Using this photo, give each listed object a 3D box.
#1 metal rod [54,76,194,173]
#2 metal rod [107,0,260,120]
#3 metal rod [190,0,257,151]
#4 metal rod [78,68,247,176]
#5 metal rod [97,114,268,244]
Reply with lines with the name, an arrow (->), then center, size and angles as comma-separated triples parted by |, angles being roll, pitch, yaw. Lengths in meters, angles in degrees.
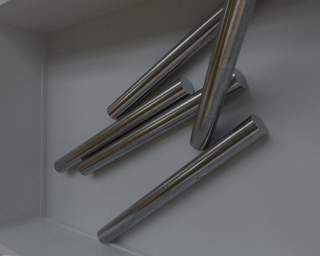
metal rod -> -0.072, 0.008, 0.466 | 0.299, 0.025, 0.025 | -30, 72, 36
metal rod -> 0.031, -0.096, 0.380 | 0.299, 0.025, 0.025 | -36, 68, 34
metal rod -> 0.064, -0.090, 0.269 | 0.025, 0.025, 0.298 | 43, 143, 31
metal rod -> -0.018, 0.006, 0.421 | 0.299, 0.025, 0.025 | -30, 72, 36
metal rod -> 0.009, 0.081, 0.399 | 0.299, 0.025, 0.025 | -42, 65, 32
